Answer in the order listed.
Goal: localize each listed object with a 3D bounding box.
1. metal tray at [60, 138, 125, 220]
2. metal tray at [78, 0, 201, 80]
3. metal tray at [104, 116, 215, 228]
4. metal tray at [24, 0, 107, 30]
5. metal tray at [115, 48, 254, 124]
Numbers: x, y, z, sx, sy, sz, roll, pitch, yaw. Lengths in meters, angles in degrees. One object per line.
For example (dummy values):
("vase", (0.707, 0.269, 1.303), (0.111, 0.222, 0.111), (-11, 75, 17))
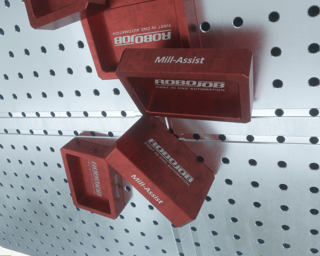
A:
("metal tray", (-0.111, 0.087, 0.520), (0.090, 0.030, 0.129), (11, 123, 22))
("metal tray", (-0.023, -0.105, 0.355), (0.130, 0.030, 0.090), (1, 119, 27))
("metal tray", (0.004, 0.050, 0.398), (0.130, 0.090, 0.030), (44, 129, -3))
("metal tray", (-0.114, -0.182, 0.334), (0.090, 0.030, 0.129), (-6, 100, 31))
("metal tray", (0.030, -0.043, 0.329), (0.130, 0.030, 0.090), (5, 154, 20))
